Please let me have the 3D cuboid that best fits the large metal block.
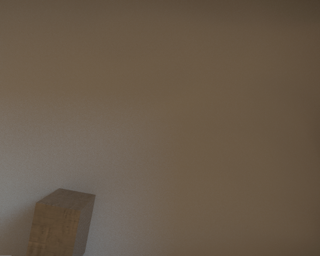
[{"bbox_3d":[-0.120,0.126,0.383,0.050,0.080,0.080,11,90,0],"label":"large metal block"}]
